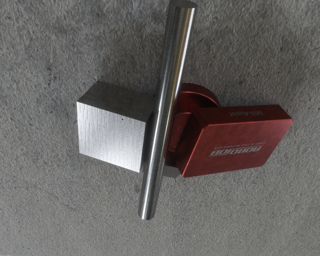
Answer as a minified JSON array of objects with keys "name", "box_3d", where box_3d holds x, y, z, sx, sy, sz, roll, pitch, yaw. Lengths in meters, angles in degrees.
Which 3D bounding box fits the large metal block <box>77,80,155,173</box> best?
[{"name":"large metal block","box_3d":[-0.050,-0.002,0.376,0.080,0.050,0.079,17,130,9]}]

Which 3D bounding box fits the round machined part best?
[{"name":"round machined part","box_3d":[0.031,-0.005,0.393,0.099,0.042,0.097,0,130,0]}]

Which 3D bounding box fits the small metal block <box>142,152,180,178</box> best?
[{"name":"small metal block","box_3d":[0.006,0.049,0.437,0.050,0.025,0.050,12,155,-10]}]

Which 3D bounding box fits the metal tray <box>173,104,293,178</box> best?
[{"name":"metal tray","box_3d":[0.091,0.016,0.391,0.131,0.030,0.089,-4,134,-24]}]

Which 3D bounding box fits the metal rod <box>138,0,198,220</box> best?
[{"name":"metal rod","box_3d":[0.000,0.008,0.360,0.025,0.025,0.298,6,128,-5]}]
